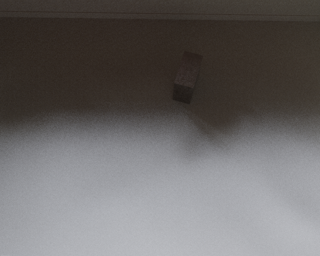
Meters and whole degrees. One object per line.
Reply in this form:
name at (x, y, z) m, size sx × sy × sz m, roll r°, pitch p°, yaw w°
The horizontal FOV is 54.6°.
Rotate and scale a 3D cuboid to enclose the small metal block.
small metal block at (0.037, -0.067, 0.421) m, size 0.025 × 0.050 × 0.050 m, roll 16°, pitch 71°, yaw 6°
